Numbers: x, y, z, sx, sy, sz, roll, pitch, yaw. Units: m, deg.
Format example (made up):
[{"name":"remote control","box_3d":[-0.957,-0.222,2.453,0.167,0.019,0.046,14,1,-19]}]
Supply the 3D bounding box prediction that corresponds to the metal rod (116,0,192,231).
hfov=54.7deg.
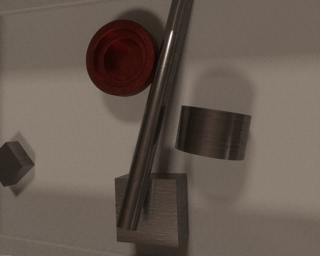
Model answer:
[{"name":"metal rod","box_3d":[-0.004,-0.029,0.378,0.025,0.025,0.299,11,81,19]}]

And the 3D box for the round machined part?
[{"name":"round machined part","box_3d":[-0.046,-0.091,0.417,0.098,0.042,0.097,0,90,19]}]

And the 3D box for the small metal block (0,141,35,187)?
[{"name":"small metal block","box_3d":[-0.236,0.057,0.492,0.050,0.025,0.050,-43,77,14]}]

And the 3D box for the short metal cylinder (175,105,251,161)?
[{"name":"short metal cylinder","box_3d":[0.061,0.004,0.359,0.080,0.080,0.050,10,94,19]}]

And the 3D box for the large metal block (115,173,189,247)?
[{"name":"large metal block","box_3d":[-0.009,0.101,0.400,0.080,0.050,0.079,-2,89,19]}]
